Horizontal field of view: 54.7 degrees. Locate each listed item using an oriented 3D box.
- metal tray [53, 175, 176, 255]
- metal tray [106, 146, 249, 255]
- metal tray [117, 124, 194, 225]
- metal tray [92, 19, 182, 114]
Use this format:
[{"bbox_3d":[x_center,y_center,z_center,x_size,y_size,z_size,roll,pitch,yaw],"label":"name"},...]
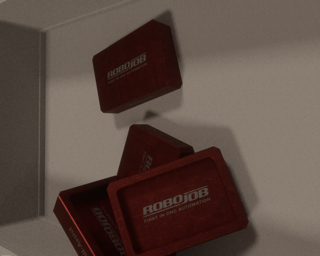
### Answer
[{"bbox_3d":[-0.054,0.121,0.365,0.130,0.091,0.030,46,127,29],"label":"metal tray"},{"bbox_3d":[0.018,0.084,0.340,0.131,0.030,0.090,-20,77,1],"label":"metal tray"},{"bbox_3d":[-0.015,0.069,0.414,0.090,0.030,0.129,26,106,36],"label":"metal tray"},{"bbox_3d":[-0.037,-0.080,0.432,0.130,0.030,0.090,-18,79,38],"label":"metal tray"}]
